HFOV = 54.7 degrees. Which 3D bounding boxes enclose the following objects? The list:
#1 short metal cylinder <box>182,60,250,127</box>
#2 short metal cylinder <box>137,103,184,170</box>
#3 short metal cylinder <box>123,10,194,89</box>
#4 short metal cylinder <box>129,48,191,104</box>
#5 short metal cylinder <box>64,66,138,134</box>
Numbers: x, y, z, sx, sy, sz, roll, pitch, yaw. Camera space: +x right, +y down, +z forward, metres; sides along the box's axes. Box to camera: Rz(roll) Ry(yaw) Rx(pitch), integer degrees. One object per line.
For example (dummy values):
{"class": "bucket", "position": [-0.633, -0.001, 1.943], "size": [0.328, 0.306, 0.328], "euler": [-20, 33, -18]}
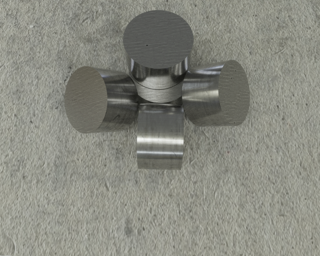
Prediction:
{"class": "short metal cylinder", "position": [0.072, -0.042, 0.390], "size": [0.050, 0.080, 0.080], "euler": [-2, 64, 41]}
{"class": "short metal cylinder", "position": [0.001, 0.010, 0.375], "size": [0.050, 0.080, 0.080], "euler": [2, 70, 0]}
{"class": "short metal cylinder", "position": [-0.002, -0.094, 0.377], "size": [0.081, 0.050, 0.080], "euler": [0, 70, 0]}
{"class": "short metal cylinder", "position": [0.000, -0.060, 0.418], "size": [0.081, 0.050, 0.080], "euler": [0, 70, 0]}
{"class": "short metal cylinder", "position": [-0.074, -0.034, 0.386], "size": [0.080, 0.050, 0.079], "euler": [2, 93, 38]}
